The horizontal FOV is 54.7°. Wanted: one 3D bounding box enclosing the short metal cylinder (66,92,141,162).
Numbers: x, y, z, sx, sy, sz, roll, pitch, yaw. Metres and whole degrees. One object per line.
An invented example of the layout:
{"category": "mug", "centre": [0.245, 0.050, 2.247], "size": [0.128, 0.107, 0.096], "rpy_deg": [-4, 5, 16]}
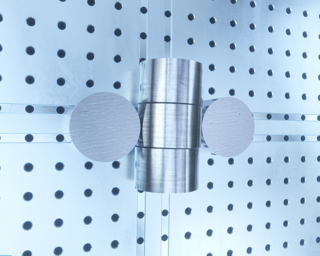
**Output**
{"category": "short metal cylinder", "centre": [-0.069, -0.001, 0.374], "size": [0.081, 0.050, 0.079], "rpy_deg": [0, 90, -21]}

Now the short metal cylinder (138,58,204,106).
{"category": "short metal cylinder", "centre": [0.014, -0.054, 0.389], "size": [0.081, 0.080, 0.050], "rpy_deg": [3, 89, -20]}

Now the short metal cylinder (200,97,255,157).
{"category": "short metal cylinder", "centre": [0.082, -0.001, 0.430], "size": [0.081, 0.050, 0.079], "rpy_deg": [0, 90, -21]}

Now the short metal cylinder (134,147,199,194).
{"category": "short metal cylinder", "centre": [0.008, 0.049, 0.387], "size": [0.081, 0.080, 0.050], "rpy_deg": [1, 90, -20]}

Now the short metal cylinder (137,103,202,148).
{"category": "short metal cylinder", "centre": [0.012, -0.002, 0.388], "size": [0.081, 0.080, 0.050], "rpy_deg": [2, 90, -20]}
